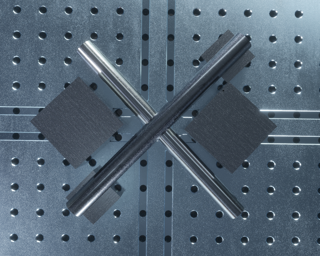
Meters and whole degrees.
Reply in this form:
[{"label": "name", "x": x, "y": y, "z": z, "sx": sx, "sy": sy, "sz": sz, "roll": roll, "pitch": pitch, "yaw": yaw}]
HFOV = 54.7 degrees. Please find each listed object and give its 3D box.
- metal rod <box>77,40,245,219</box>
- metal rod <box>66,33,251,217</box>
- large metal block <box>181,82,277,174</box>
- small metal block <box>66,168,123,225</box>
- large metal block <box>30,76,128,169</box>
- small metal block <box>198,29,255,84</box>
[{"label": "metal rod", "x": 0.001, "y": 0.002, "z": 0.412, "sx": 0.025, "sy": 0.025, "sz": 0.300, "roll": -43, "pitch": 90, "yaw": 0}, {"label": "metal rod", "x": -0.001, "y": -0.004, "z": 0.388, "sx": 0.300, "sy": 0.025, "sz": 0.025, "roll": -45, "pitch": 90, "yaw": 0}, {"label": "large metal block", "x": 0.086, "y": 0.000, "z": 0.401, "sx": 0.080, "sy": 0.050, "sz": 0.080, "roll": 43, "pitch": 90, "yaw": 0}, {"label": "small metal block", "x": -0.086, "y": 0.090, "z": 0.413, "sx": 0.050, "sy": 0.025, "sz": 0.050, "roll": 45, "pitch": 90, "yaw": 0}, {"label": "large metal block", "x": -0.101, "y": -0.006, "z": 0.400, "sx": 0.080, "sy": 0.050, "sz": 0.080, "roll": -43, "pitch": 90, "yaw": 0}, {"label": "small metal block", "x": 0.088, "y": -0.093, "z": 0.414, "sx": 0.050, "sy": 0.025, "sz": 0.050, "roll": -44, "pitch": 90, "yaw": 0}]
